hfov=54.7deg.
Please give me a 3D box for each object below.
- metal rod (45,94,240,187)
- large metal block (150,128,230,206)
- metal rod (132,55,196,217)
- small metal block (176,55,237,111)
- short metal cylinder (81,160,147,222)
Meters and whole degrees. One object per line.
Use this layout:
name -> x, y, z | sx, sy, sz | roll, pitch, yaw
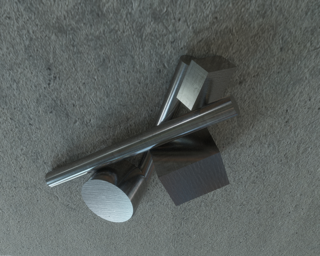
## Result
metal rod -> -0.041, 0.026, 0.408 | 0.300, 0.025, 0.025 | -23, 127, 26
large metal block -> 0.041, 0.052, 0.418 | 0.080, 0.050, 0.080 | -23, 137, 3
metal rod -> -0.010, 0.034, 0.436 | 0.025, 0.025, 0.298 | 13, 129, -11
small metal block -> 0.052, -0.051, 0.349 | 0.050, 0.025, 0.050 | -18, 143, -40
short metal cylinder -> -0.066, 0.090, 0.452 | 0.080, 0.050, 0.079 | 11, 125, 17
